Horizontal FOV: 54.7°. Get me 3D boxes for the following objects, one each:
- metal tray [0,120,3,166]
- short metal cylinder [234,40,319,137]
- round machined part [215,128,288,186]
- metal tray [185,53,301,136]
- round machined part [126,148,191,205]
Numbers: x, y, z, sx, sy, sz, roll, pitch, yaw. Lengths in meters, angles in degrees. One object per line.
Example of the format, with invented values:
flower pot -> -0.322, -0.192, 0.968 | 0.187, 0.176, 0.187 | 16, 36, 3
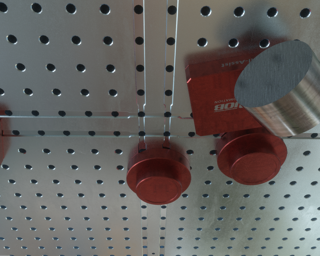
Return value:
metal tray -> -0.287, 0.015, 0.416 | 0.131, 0.030, 0.089 | 12, 129, -11
short metal cylinder -> 0.122, -0.038, 0.305 | 0.080, 0.080, 0.050 | -37, 121, 26
round machined part -> 0.131, 0.044, 0.441 | 0.099, 0.042, 0.097 | 0, 130, 0
metal tray -> 0.102, -0.041, 0.375 | 0.131, 0.030, 0.090 | -9, 130, 7
round machined part -> -0.002, 0.080, 0.469 | 0.099, 0.042, 0.097 | -1, 130, 0
